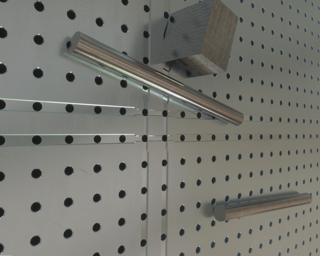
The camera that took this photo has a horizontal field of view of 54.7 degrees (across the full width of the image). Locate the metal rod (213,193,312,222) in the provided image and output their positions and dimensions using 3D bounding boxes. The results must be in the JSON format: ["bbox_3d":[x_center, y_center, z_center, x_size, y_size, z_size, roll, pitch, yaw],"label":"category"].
[{"bbox_3d":[0.210,0.146,0.588,0.302,0.025,0.025,5,87,-40],"label":"metal rod"}]

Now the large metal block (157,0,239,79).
[{"bbox_3d":[0.050,-0.117,0.417,0.050,0.080,0.080,24,75,-38],"label":"large metal block"}]

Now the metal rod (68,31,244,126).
[{"bbox_3d":[0.019,-0.054,0.427,0.302,0.025,0.025,19,78,-39],"label":"metal rod"}]
